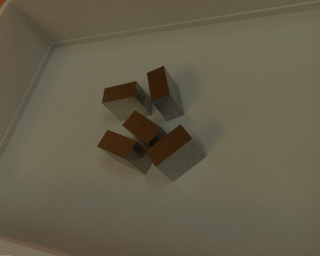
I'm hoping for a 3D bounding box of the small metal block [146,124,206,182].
[{"bbox_3d":[0.020,0.030,0.360,0.050,0.050,0.025,-38,51,2],"label":"small metal block"}]

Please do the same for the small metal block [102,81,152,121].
[{"bbox_3d":[-0.044,-0.036,0.434,0.050,0.050,0.025,-10,58,23],"label":"small metal block"}]

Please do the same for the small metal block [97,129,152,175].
[{"bbox_3d":[-0.042,0.031,0.392,0.050,0.050,0.025,19,72,35],"label":"small metal block"}]

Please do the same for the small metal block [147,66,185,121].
[{"bbox_3d":[0.008,-0.045,0.412,0.025,0.050,0.050,-21,54,16],"label":"small metal block"}]

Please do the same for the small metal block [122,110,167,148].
[{"bbox_3d":[-0.012,0.010,0.389,0.050,0.050,0.025,34,81,38],"label":"small metal block"}]
